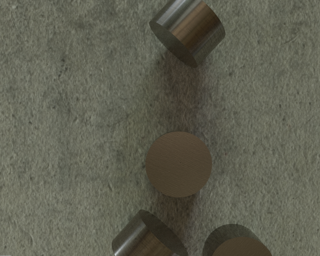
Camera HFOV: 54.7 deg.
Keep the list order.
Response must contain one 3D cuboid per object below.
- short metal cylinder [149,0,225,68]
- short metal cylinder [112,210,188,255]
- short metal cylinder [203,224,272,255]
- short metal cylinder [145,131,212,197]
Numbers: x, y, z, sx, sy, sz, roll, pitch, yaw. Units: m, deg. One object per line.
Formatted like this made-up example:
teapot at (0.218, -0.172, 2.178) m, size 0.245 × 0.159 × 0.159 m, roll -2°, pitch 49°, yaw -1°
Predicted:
short metal cylinder at (0.033, -0.120, 0.383) m, size 0.080 × 0.080 × 0.050 m, roll 42°, pitch 90°, yaw -1°
short metal cylinder at (-0.012, 0.148, 0.383) m, size 0.080 × 0.080 × 0.050 m, roll 41°, pitch 90°, yaw -1°
short metal cylinder at (0.099, 0.171, 0.399) m, size 0.081 × 0.050 × 0.079 m, roll 0°, pitch 90°, yaw -1°
short metal cylinder at (0.023, 0.044, 0.398) m, size 0.081 × 0.050 × 0.079 m, roll 0°, pitch 90°, yaw -1°
